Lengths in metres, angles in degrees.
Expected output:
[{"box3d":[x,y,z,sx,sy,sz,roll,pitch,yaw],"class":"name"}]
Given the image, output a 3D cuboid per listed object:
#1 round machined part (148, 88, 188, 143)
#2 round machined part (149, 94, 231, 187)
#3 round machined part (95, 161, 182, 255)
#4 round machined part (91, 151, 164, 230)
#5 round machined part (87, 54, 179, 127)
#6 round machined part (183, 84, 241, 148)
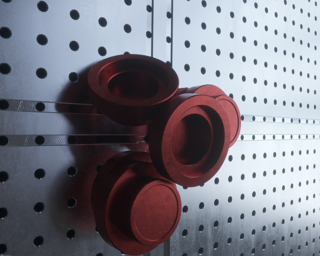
[{"box3d":[0.036,-0.003,0.400,0.099,0.042,0.097,0,90,-40],"class":"round machined part"},{"box3d":[0.028,0.011,0.337,0.099,0.042,0.097,-8,103,-36],"class":"round machined part"},{"box3d":[-0.015,0.085,0.329,0.099,0.042,0.097,0,90,-40],"class":"round machined part"},{"box3d":[-0.024,0.076,0.350,0.099,0.042,0.097,0,90,-40],"class":"round machined part"},{"box3d":[-0.030,-0.039,0.347,0.099,0.098,0.042,-34,147,-35],"class":"round machined part"},{"box3d":[0.066,-0.007,0.397,0.099,0.042,0.097,1,89,-40],"class":"round machined part"}]
